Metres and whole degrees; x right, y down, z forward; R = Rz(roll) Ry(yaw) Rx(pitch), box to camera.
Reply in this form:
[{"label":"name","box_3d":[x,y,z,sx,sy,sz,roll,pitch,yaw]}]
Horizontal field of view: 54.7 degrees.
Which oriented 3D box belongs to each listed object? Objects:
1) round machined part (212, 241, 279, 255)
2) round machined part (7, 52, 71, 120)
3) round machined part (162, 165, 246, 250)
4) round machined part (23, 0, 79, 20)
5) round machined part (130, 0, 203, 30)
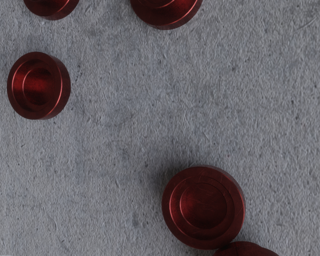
[{"label":"round machined part","box_3d":[0.094,0.168,0.351,0.099,0.042,0.097,0,115,0]},{"label":"round machined part","box_3d":[-0.174,-0.061,0.461,0.098,0.042,0.097,0,90,20]},{"label":"round machined part","box_3d":[0.055,0.094,0.380,0.098,0.042,0.097,0,90,20]},{"label":"round machined part","box_3d":[-0.168,-0.215,0.459,0.098,0.042,0.097,0,90,20]},{"label":"round machined part","box_3d":[0.005,-0.181,0.398,0.098,0.042,0.097,0,90,20]}]
